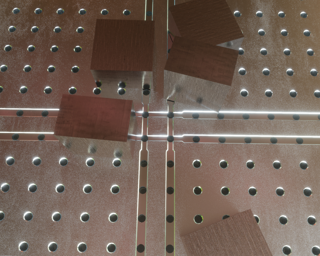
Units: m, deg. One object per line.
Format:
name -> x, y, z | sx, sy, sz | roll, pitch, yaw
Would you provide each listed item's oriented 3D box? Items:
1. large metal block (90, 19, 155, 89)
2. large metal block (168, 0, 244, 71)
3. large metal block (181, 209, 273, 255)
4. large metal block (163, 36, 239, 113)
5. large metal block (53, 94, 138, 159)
large metal block -> -0.048, -0.103, 0.436 | 0.080, 0.050, 0.080 | 2, 70, 0
large metal block -> 0.063, -0.138, 0.449 | 0.080, 0.050, 0.080 | -18, 71, -6
large metal block -> 0.076, 0.145, 0.346 | 0.080, 0.050, 0.080 | -20, 71, -7
large metal block -> 0.050, -0.068, 0.408 | 0.080, 0.080, 0.050 | 15, 71, 5
large metal block -> -0.073, 0.002, 0.382 | 0.080, 0.080, 0.050 | 5, 70, 2
